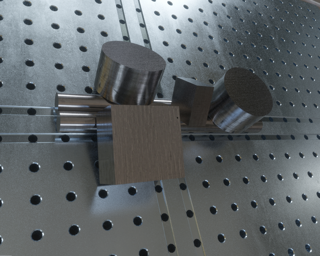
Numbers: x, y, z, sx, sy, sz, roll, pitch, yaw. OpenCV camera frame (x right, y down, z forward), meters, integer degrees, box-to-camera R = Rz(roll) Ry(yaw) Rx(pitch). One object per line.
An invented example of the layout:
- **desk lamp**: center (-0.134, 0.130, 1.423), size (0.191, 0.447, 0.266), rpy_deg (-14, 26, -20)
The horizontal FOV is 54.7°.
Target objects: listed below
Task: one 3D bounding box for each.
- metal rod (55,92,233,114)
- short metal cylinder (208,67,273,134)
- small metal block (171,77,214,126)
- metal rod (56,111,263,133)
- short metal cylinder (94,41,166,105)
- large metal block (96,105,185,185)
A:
- **metal rod**: center (0.014, -0.028, 0.428), size (0.303, 0.025, 0.025), rpy_deg (0, 62, -28)
- **short metal cylinder**: center (0.110, -0.039, 0.439), size (0.081, 0.050, 0.080), rpy_deg (14, 56, -21)
- **small metal block**: center (0.039, -0.034, 0.393), size (0.025, 0.050, 0.050), rpy_deg (1, 19, -28)
- **metal rod**: center (0.020, -0.006, 0.418), size (0.303, 0.025, 0.025), rpy_deg (0, 62, -28)
- **short metal cylinder**: center (-0.038, -0.069, 0.391), size (0.081, 0.050, 0.080), rpy_deg (15, 33, -9)
- **large metal block**: center (-0.023, 0.019, 0.346), size (0.081, 0.050, 0.080), rpy_deg (-1, 82, -29)
